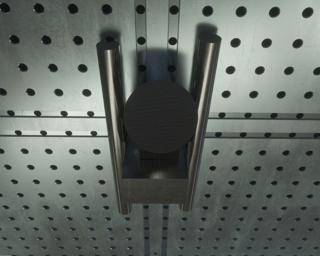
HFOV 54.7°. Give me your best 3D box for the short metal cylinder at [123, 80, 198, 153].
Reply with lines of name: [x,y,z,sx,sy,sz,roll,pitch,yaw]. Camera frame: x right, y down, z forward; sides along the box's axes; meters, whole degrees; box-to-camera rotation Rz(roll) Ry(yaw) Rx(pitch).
short metal cylinder: [0.001,-0.011,0.358,0.081,0.050,0.080,0,86,-1]

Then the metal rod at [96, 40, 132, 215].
metal rod: [-0.058,0.024,0.431,0.025,0.025,0.298,0,130,-1]

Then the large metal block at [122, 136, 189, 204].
large metal block: [-0.006,0.054,0.418,0.081,0.080,0.050,1,130,-1]

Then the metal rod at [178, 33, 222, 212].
metal rod: [0.048,0.017,0.427,0.025,0.025,0.298,1,130,-1]

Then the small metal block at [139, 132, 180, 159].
small metal block: [-0.001,0.014,0.407,0.050,0.050,0.025,1,130,-2]
